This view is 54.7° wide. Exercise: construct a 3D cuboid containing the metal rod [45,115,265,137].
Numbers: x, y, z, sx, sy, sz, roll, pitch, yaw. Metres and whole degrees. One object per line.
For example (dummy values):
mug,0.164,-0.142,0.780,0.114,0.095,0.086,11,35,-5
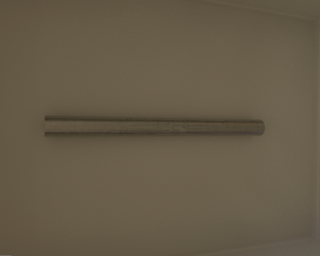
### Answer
metal rod,0.008,-0.001,0.412,0.303,0.025,0.025,0,90,-21
